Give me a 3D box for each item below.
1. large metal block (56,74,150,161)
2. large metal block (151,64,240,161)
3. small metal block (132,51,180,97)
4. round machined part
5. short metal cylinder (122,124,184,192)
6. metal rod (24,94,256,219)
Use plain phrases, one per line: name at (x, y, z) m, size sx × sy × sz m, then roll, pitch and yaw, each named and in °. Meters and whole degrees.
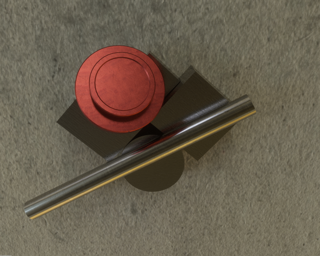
large metal block at (-0.066, -0.018, 0.389) m, size 0.080 × 0.050 × 0.080 m, roll 40°, pitch 105°, yaw -14°
large metal block at (0.043, -0.020, 0.391) m, size 0.080 × 0.050 × 0.080 m, roll 40°, pitch 105°, yaw -14°
small metal block at (-0.011, -0.060, 0.388) m, size 0.050 × 0.025 × 0.050 m, roll 41°, pitch 105°, yaw -14°
round machined part at (-0.042, -0.043, 0.338) m, size 0.099 × 0.042 × 0.097 m, roll 1°, pitch 84°, yaw -12°
short metal cylinder at (-0.010, 0.037, 0.410) m, size 0.081 × 0.050 × 0.079 m, roll 0°, pitch 110°, yaw -1°
metal rod at (-0.031, 0.039, 0.371) m, size 0.301 × 0.025 × 0.025 m, roll -26°, pitch 108°, yaw 9°
